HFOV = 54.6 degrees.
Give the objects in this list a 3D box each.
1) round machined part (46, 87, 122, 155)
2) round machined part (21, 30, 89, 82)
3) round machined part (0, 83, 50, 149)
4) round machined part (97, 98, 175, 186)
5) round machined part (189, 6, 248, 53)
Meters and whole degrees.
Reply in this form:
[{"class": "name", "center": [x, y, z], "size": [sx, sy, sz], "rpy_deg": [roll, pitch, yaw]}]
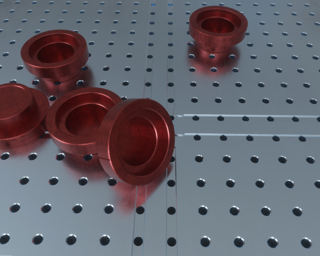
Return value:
[{"class": "round machined part", "center": [-0.091, -0.004, 0.400], "size": [0.099, 0.042, 0.098], "rpy_deg": [0, 49, 1]}, {"class": "round machined part", "center": [-0.161, -0.110, 0.488], "size": [0.099, 0.042, 0.098], "rpy_deg": [0, 50, 0]}, {"class": "round machined part", "center": [-0.200, -0.023, 0.415], "size": [0.099, 0.042, 0.098], "rpy_deg": [0, 50, 0]}, {"class": "round machined part", "center": [-0.031, 0.015, 0.357], "size": [0.042, 0.098, 0.098], "rpy_deg": [5, 42, 45]}, {"class": "round machined part", "center": [0.099, -0.168, 0.539], "size": [0.099, 0.042, 0.098], "rpy_deg": [0, 50, 0]}]
